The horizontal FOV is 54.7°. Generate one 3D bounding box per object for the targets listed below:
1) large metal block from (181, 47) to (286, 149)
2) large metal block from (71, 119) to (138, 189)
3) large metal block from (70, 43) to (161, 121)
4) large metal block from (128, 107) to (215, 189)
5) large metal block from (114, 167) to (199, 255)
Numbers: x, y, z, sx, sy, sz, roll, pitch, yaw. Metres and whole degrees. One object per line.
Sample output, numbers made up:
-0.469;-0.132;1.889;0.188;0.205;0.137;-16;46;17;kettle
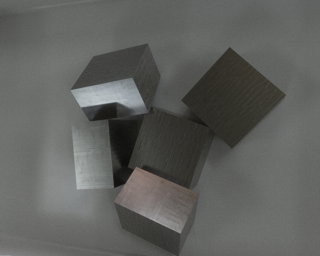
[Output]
0.087;-0.033;0.365;0.080;0.050;0.080;45;104;14;large metal block
-0.066;0.032;0.402;0.050;0.080;0.080;-6;88;20;large metal block
-0.052;-0.057;0.391;0.080;0.080;0.050;-8;129;20;large metal block
0.017;0.024;0.390;0.080;0.050;0.080;20;97;18;large metal block
-0.003;0.102;0.373;0.080;0.080;0.050;21;55;17;large metal block
